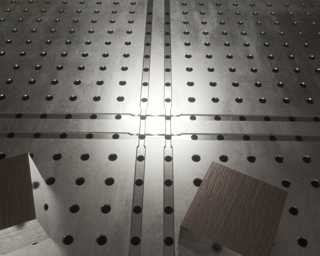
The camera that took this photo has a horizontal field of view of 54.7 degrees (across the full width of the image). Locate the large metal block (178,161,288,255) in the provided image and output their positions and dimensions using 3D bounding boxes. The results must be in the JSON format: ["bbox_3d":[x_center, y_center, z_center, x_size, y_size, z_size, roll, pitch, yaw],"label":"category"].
[{"bbox_3d":[0.073,0.092,0.315,0.080,0.050,0.080,22,53,17],"label":"large metal block"}]

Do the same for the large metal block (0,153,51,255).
[{"bbox_3d":[-0.167,0.082,0.320,0.081,0.050,0.080,-16,52,-13],"label":"large metal block"}]
